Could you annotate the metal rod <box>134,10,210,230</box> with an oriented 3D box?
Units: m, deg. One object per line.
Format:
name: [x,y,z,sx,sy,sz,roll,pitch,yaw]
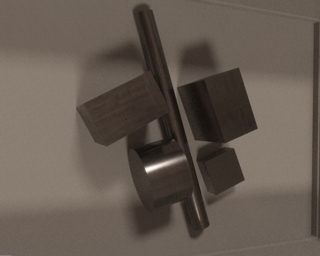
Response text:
metal rod: [0.018,-0.006,0.418,0.025,0.025,0.298,-17,96,-20]

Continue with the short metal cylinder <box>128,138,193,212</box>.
short metal cylinder: [-0.001,0.057,0.382,0.050,0.080,0.080,-16,96,-20]

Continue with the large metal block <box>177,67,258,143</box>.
large metal block: [0.073,-0.028,0.410,0.050,0.080,0.080,-22,98,-19]

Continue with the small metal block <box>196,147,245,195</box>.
small metal block: [0.087,0.061,0.444,0.050,0.025,0.050,-23,98,-19]

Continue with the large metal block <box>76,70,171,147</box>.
large metal block: [-0.046,-0.022,0.365,0.080,0.080,0.050,-30,100,-18]
